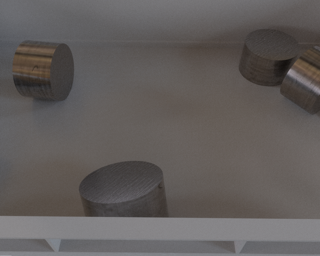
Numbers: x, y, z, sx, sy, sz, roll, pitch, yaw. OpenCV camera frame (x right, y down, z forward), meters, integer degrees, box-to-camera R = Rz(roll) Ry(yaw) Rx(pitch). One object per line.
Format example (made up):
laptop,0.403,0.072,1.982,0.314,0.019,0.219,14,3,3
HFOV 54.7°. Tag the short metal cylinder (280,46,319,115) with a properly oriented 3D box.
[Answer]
short metal cylinder,0.214,-0.065,0.427,0.081,0.080,0.050,-31,57,-24

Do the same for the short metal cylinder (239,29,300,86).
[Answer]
short metal cylinder,0.169,-0.111,0.484,0.081,0.050,0.080,0,50,0

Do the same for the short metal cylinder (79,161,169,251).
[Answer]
short metal cylinder,-0.034,0.073,0.305,0.080,0.050,0.080,-6,19,3

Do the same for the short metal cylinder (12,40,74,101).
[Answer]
short metal cylinder,-0.160,-0.080,0.435,0.050,0.080,0.080,6,50,5
